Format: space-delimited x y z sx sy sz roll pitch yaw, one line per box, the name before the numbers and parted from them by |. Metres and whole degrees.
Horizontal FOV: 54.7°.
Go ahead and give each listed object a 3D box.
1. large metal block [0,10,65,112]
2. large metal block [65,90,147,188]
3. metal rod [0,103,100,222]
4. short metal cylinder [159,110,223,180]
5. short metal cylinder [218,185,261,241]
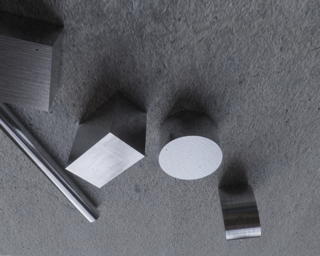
large metal block | -0.151 -0.071 0.329 0.081 0.050 0.079 12 129 -10
large metal block | -0.063 0.014 0.382 0.080 0.080 0.050 -37 121 27
metal rod | -0.169 0.046 0.444 0.025 0.025 0.299 -17 129 13
short metal cylinder | 0.039 0.023 0.411 0.081 0.050 0.079 0 130 0
short metal cylinder | 0.122 0.132 0.485 0.050 0.080 0.080 -9 130 7
